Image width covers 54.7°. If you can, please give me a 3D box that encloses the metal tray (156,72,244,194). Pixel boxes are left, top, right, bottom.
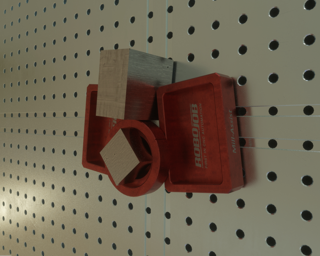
[{"bbox_3d":[0.044,0.009,0.364,0.090,0.030,0.129,-8,85,39],"label":"metal tray"}]

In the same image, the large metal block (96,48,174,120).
[{"bbox_3d":[-0.031,-0.052,0.394,0.050,0.081,0.079,8,95,40],"label":"large metal block"}]

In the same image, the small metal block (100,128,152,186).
[{"bbox_3d":[-0.042,0.035,0.384,0.050,0.025,0.050,-47,62,30],"label":"small metal block"}]

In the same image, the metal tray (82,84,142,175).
[{"bbox_3d":[-0.073,0.002,0.461,0.090,0.030,0.129,8,95,39],"label":"metal tray"}]

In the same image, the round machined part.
[{"bbox_3d":[-0.024,0.036,0.401,0.098,0.042,0.097,0,90,40],"label":"round machined part"}]
